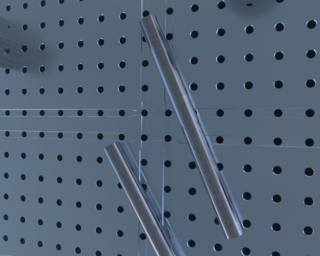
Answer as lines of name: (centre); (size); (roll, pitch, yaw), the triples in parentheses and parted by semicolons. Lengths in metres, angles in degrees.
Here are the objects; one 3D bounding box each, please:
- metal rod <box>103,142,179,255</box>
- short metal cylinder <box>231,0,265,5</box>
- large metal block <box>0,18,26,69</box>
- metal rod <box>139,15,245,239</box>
metal rod: (0.003, 0.155, 0.410); (0.025, 0.025, 0.299); (-32, 80, 17)
short metal cylinder: (0.106, -0.194, 0.362); (0.080, 0.050, 0.079); (0, 90, 19)
large metal block: (-0.274, -0.143, 0.478); (0.080, 0.080, 0.050); (46, 104, 14)
metal rod: (0.038, -0.007, 0.398); (0.025, 0.025, 0.299); (-24, 82, 18)
